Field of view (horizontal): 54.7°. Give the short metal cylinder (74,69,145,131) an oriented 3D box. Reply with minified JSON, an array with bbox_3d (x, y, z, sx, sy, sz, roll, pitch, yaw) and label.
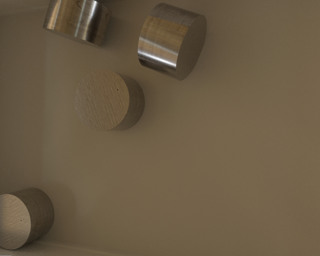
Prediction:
[{"bbox_3d":[-0.067,-0.036,0.420,0.080,0.050,0.079,0,90,19],"label":"short metal cylinder"}]

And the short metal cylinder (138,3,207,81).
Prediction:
[{"bbox_3d":[0.016,-0.104,0.375,0.050,0.080,0.080,25,98,18],"label":"short metal cylinder"}]

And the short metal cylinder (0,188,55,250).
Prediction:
[{"bbox_3d":[-0.210,0.135,0.469,0.080,0.050,0.079,0,90,19],"label":"short metal cylinder"}]

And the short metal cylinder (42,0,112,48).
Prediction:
[{"bbox_3d":[-0.111,-0.146,0.419,0.080,0.080,0.050,20,97,18],"label":"short metal cylinder"}]
